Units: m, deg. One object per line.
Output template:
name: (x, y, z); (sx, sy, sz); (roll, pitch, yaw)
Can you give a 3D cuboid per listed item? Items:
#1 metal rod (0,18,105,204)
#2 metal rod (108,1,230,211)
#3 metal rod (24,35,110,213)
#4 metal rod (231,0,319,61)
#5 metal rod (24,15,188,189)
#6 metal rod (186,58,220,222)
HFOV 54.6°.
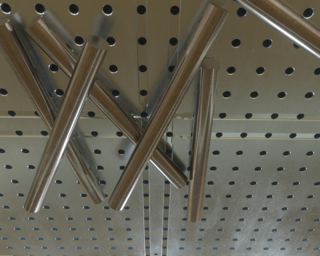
metal rod: (-0.134, 0.003, 0.412); (0.025, 0.025, 0.299); (-10, 130, 8)
metal rod: (-0.002, -0.005, 0.381); (0.025, 0.025, 0.298); (19, 120, -16)
metal rod: (-0.128, 0.017, 0.390); (0.025, 0.025, 0.298); (21, 127, -17)
metal rod: (0.155, -0.098, 0.328); (0.301, 0.025, 0.025); (25, 126, -20)
metal rod: (-0.049, -0.012, 0.400); (0.025, 0.025, 0.300); (-26, 126, 20)
metal rod: (0.057, 0.041, 0.446); (0.025, 0.025, 0.298); (-1, 130, 0)
